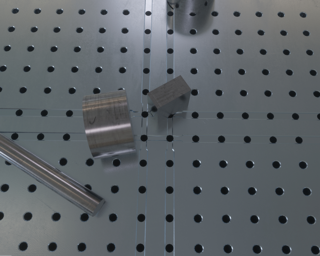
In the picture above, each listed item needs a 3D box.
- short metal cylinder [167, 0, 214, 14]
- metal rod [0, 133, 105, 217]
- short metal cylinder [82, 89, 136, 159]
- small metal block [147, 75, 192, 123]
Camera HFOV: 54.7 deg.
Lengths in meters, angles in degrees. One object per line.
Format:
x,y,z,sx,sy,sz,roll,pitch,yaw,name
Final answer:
0.050,-0.226,0.481,0.081,0.050,0.080,0,70,0,short metal cylinder
-0.203,0.024,0.401,0.301,0.025,0.025,29,73,10,metal rod
-0.061,-0.005,0.384,0.050,0.080,0.080,-10,70,-4,short metal cylinder
0.012,-0.037,0.412,0.050,0.050,0.025,-30,73,-10,small metal block
